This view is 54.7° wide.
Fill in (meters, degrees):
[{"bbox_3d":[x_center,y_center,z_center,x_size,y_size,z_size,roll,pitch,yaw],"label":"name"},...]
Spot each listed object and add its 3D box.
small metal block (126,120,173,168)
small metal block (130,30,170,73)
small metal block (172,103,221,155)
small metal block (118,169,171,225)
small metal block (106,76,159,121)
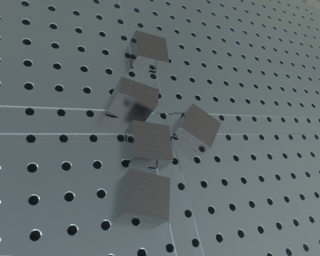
[{"bbox_3d":[-0.014,0.021,0.389,0.050,0.025,0.050,9,58,-24],"label":"small metal block"},{"bbox_3d":[-0.016,-0.116,0.472,0.050,0.025,0.050,8,58,-25],"label":"small metal block"},{"bbox_3d":[0.053,0.002,0.437,0.050,0.025,0.050,34,51,-6],"label":"small metal block"},{"bbox_3d":[-0.017,0.079,0.352,0.050,0.025,0.050,16,55,-19],"label":"small metal block"},{"bbox_3d":[-0.035,-0.034,0.395,0.050,0.050,0.025,17,55,-19],"label":"small metal block"}]
